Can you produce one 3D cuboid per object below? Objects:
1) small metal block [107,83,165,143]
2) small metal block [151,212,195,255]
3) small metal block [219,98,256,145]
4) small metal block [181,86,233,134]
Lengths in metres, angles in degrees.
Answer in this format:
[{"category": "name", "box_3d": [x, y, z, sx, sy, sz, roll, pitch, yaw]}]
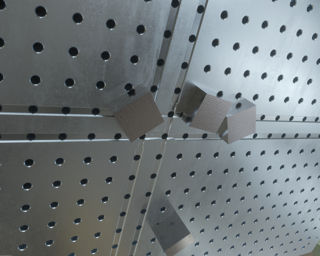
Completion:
[{"category": "small metal block", "box_3d": [-0.029, -0.018, 0.383, 0.050, 0.025, 0.050, -32, 129, -7]}, {"category": "small metal block", "box_3d": [0.021, 0.177, 0.515, 0.050, 0.050, 0.025, -32, 129, -8]}, {"category": "small metal block", "box_3d": [0.116, -0.010, 0.467, 0.050, 0.025, 0.050, -22, 127, -15]}, {"category": "small metal block", "box_3d": [0.065, -0.024, 0.431, 0.050, 0.025, 0.050, 14, 111, -34]}]
